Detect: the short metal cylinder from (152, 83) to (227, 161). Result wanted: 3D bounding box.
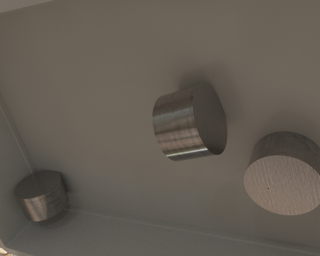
[{"bbox_3d":[0.036,-0.005,0.350,0.050,0.080,0.080,-14,111,33],"label":"short metal cylinder"}]

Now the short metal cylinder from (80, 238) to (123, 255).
[{"bbox_3d":[-0.108,0.259,0.590,0.080,0.080,0.050,0,118,28],"label":"short metal cylinder"}]

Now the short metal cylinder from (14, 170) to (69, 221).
[{"bbox_3d":[-0.211,0.120,0.556,0.080,0.080,0.050,3,120,26],"label":"short metal cylinder"}]

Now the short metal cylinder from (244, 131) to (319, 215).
[{"bbox_3d":[0.141,0.051,0.349,0.080,0.050,0.079,13,124,20],"label":"short metal cylinder"}]
